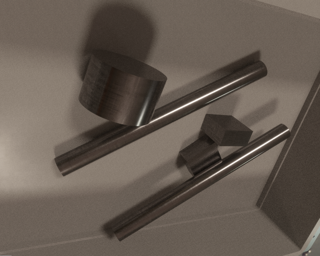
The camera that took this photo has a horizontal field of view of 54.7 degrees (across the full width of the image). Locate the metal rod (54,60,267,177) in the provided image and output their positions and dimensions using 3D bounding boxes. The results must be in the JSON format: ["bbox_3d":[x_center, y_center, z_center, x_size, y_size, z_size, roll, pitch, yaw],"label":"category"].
[{"bbox_3d":[0.011,-0.018,0.404,0.302,0.025,0.025,-26,128,-12],"label":"metal rod"}]

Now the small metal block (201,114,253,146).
[{"bbox_3d":[0.096,0.003,0.449,0.050,0.050,0.025,2,117,-30],"label":"small metal block"}]

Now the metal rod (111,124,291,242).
[{"bbox_3d":[0.068,0.076,0.462,0.302,0.025,0.025,-29,129,-10],"label":"metal rod"}]

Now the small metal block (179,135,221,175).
[{"bbox_3d":[0.063,0.046,0.474,0.050,0.025,0.050,-34,129,-7],"label":"small metal block"}]

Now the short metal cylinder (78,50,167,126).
[{"bbox_3d":[-0.039,-0.043,0.326,0.081,0.080,0.050,9,114,-33],"label":"short metal cylinder"}]
